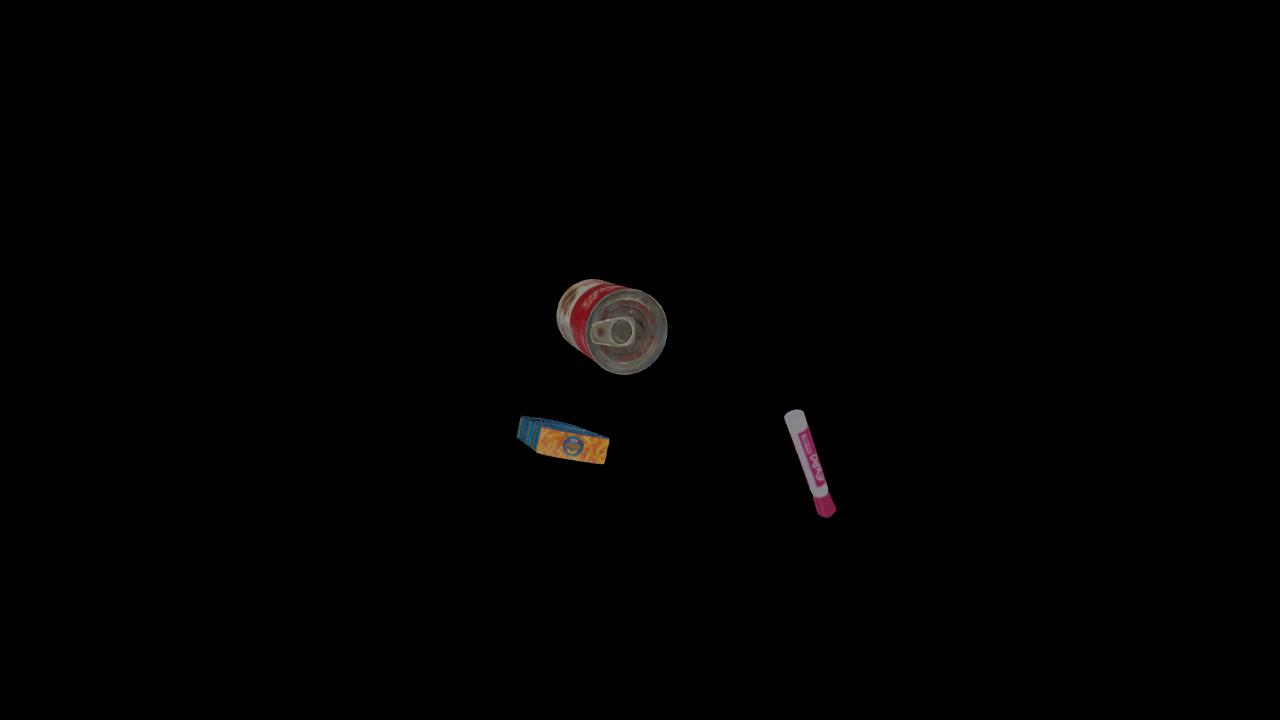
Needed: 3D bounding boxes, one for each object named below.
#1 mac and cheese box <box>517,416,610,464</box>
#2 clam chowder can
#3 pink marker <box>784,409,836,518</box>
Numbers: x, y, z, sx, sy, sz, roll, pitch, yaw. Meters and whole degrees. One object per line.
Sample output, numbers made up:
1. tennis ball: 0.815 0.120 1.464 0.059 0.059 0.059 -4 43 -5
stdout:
1. mac and cheese box: -0.112 0.108 0.853 0.093 0.041 0.184 14 -5 -17
2. clam chowder can: -0.027 -0.031 0.517 0.068 0.068 0.102 0 11 -21
3. pink marker: 0.165 0.102 0.591 0.020 0.121 0.020 -20 21 8
